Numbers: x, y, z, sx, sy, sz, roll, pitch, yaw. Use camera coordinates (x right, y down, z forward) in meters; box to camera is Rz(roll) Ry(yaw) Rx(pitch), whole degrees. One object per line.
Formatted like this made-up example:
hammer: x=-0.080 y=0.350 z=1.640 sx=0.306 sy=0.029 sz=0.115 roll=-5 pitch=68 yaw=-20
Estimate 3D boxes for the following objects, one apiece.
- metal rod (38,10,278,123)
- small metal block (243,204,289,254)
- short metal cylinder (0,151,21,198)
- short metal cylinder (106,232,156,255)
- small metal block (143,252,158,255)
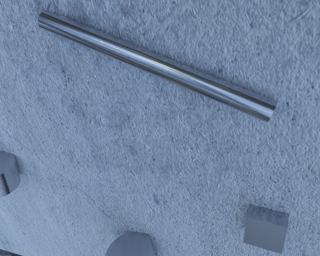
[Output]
metal rod: x=-0.013 y=-0.078 z=0.364 sx=0.301 sy=0.025 sz=0.025 roll=24 pitch=127 yaw=12
small metal block: x=0.142 y=0.135 z=0.415 sx=0.050 sy=0.025 sz=0.050 roll=10 pitch=123 yaw=22
short metal cylinder: x=-0.313 y=0.088 z=0.587 sx=0.080 sy=0.080 sz=0.050 roll=15 pitch=124 yaw=19
short metal cylinder: x=-0.047 y=0.228 z=0.536 sx=0.080 sy=0.080 sz=0.050 roll=-2 pitch=117 yaw=29
small metal block: x=-0.020 y=0.265 z=0.563 sx=0.025 sy=0.050 sz=0.050 roll=-3 pitch=117 yaw=29
